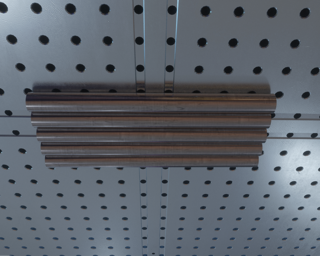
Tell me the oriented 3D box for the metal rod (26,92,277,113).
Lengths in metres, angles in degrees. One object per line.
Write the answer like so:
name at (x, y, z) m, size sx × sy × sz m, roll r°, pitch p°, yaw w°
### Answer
metal rod at (-0.010, -0.031, 0.385) m, size 0.302 × 0.025 × 0.025 m, roll 0°, pitch 130°, yaw -1°

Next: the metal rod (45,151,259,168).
metal rod at (-0.011, 0.045, 0.449) m, size 0.302 × 0.025 × 0.025 m, roll 0°, pitch 130°, yaw -1°

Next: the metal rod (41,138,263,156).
metal rod at (-0.011, 0.026, 0.434) m, size 0.302 × 0.025 × 0.025 m, roll 0°, pitch 130°, yaw -1°

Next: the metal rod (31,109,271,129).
metal rod at (-0.010, -0.012, 0.401) m, size 0.302 × 0.025 × 0.025 m, roll 0°, pitch 130°, yaw -1°

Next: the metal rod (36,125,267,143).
metal rod at (-0.010, 0.007, 0.418) m, size 0.302 × 0.025 × 0.025 m, roll 0°, pitch 130°, yaw -1°
